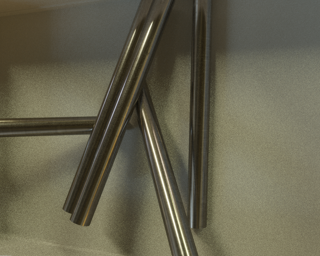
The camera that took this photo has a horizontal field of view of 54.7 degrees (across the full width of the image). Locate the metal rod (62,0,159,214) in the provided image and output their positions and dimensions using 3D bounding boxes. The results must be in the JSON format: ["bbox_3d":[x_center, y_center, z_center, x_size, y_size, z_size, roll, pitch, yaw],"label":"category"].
[{"bbox_3d":[-0.061,-0.035,0.402,0.025,0.025,0.299,19,86,18],"label":"metal rod"}]

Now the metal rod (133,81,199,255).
[{"bbox_3d":[0.005,0.060,0.345,0.025,0.025,0.299,-28,57,17],"label":"metal rod"}]

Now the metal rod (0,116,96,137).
[{"bbox_3d":[-0.200,0.000,0.409,0.302,0.025,0.025,-2,90,-8],"label":"metal rod"}]

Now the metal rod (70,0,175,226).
[{"bbox_3d":[-0.044,-0.027,0.384,0.025,0.025,0.299,19,85,18],"label":"metal rod"}]

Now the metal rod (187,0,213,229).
[{"bbox_3d":[0.050,-0.025,0.392,0.025,0.025,0.298,2,91,19],"label":"metal rod"}]
